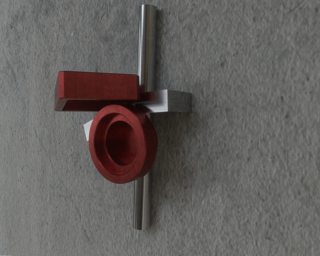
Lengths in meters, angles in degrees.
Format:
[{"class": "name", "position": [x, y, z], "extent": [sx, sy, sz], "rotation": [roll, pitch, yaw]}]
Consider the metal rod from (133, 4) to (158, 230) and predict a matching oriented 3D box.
[{"class": "metal rod", "position": [-0.020, -0.013, 0.421], "extent": [0.025, 0.025, 0.298], "rotation": [3, 92, 39]}]

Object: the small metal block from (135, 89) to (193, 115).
[{"class": "small metal block", "position": [0.005, -0.031, 0.384], "extent": [0.050, 0.050, 0.025], "rotation": [-2, 89, 39]}]

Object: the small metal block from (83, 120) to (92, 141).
[{"class": "small metal block", "position": [-0.073, -0.001, 0.448], "extent": [0.050, 0.050, 0.025], "rotation": [-24, 75, 37]}]

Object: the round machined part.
[{"class": "round machined part", "position": [-0.042, 0.018, 0.392], "extent": [0.098, 0.042, 0.097], "rotation": [3, 95, 37]}]

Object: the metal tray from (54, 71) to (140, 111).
[{"class": "metal tray", "position": [-0.087, -0.043, 0.404], "extent": [0.130, 0.091, 0.030], "rotation": [170, 98, -69]}]
